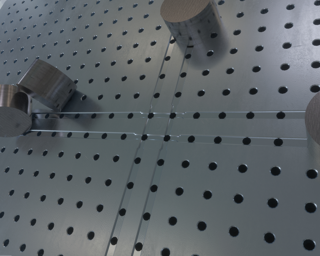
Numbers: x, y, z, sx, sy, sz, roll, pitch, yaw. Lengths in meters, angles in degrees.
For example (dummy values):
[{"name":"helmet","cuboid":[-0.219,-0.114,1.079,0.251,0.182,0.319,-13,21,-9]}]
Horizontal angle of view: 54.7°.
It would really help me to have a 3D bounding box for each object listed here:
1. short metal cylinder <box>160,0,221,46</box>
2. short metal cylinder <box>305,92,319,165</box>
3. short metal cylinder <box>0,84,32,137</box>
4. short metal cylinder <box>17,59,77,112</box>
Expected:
[{"name":"short metal cylinder","cuboid":[0.047,-0.173,0.474,0.080,0.050,0.080,-13,56,21]},{"name":"short metal cylinder","cuboid":[0.184,0.001,0.295,0.080,0.050,0.080,-13,56,21]},{"name":"short metal cylinder","cuboid":[-0.261,-0.028,0.527,0.080,0.080,0.050,-25,53,13]},{"name":"short metal cylinder","cuboid":[-0.186,-0.069,0.513,0.080,0.080,0.050,20,73,35]}]
